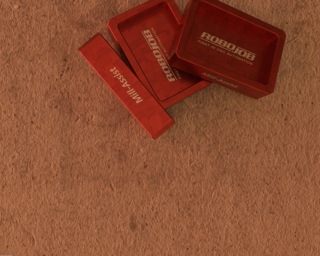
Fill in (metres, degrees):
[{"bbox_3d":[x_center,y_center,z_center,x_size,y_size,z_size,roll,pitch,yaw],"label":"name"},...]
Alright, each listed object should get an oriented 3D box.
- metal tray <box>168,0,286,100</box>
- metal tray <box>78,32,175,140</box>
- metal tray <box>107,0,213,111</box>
[{"bbox_3d":[0.086,-0.100,0.385,0.131,0.030,0.090,19,77,-12],"label":"metal tray"},{"bbox_3d":[-0.036,-0.046,0.377,0.030,0.090,0.130,-40,90,0],"label":"metal tray"},{"bbox_3d":[0.002,-0.095,0.400,0.090,0.030,0.130,-29,90,-8],"label":"metal tray"}]
